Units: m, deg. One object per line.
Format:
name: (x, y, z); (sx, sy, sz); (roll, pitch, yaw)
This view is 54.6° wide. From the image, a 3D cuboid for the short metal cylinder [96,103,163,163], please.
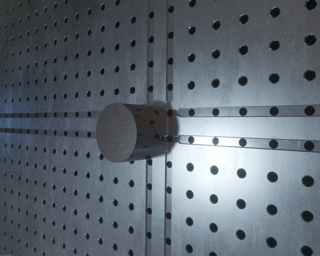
short metal cylinder: (-0.043, 0.006, 0.430); (0.080, 0.050, 0.080); (0, 90, 40)
